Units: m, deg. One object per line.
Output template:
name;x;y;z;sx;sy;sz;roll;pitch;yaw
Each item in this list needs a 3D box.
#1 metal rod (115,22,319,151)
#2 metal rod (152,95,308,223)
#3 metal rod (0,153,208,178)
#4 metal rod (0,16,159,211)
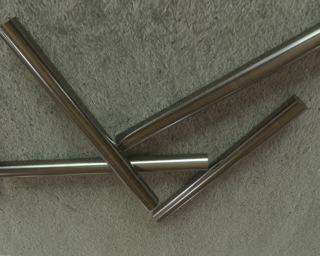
metal rod;0.070;-0.045;0.369;0.300;0.025;0.025;-28;125;21
metal rod;0.085;0.060;0.458;0.025;0.025;0.299;29;124;-23
metal rod;-0.083;0.055;0.452;0.302;0.025;0.025;-2;130;1
metal rod;-0.085;0.003;0.387;0.025;0.025;0.299;-23;120;18
